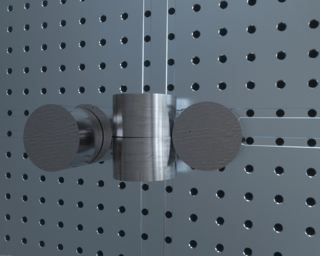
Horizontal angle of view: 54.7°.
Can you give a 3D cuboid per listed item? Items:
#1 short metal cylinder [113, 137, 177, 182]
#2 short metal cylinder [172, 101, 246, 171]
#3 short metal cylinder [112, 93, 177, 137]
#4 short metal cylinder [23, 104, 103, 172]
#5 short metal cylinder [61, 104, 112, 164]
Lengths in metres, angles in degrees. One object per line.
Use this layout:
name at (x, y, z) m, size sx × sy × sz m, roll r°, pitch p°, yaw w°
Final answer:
short metal cylinder at (-0.019, 0.036, 0.390) m, size 0.080 × 0.080 × 0.050 m, roll -1°, pitch 90°, yaw 20°
short metal cylinder at (0.061, 0.009, 0.377) m, size 0.080 × 0.050 × 0.079 m, roll 0°, pitch 90°, yaw 19°
short metal cylinder at (-0.019, -0.015, 0.390) m, size 0.080 × 0.080 × 0.050 m, roll 1°, pitch 91°, yaw 20°
short metal cylinder at (-0.120, 0.011, 0.387) m, size 0.080 × 0.050 × 0.079 m, roll 0°, pitch 90°, yaw 20°
short metal cylinder at (-0.090, 0.008, 0.431) m, size 0.080 × 0.050 × 0.079 m, roll 0°, pitch 90°, yaw 19°
